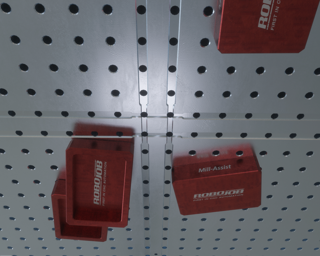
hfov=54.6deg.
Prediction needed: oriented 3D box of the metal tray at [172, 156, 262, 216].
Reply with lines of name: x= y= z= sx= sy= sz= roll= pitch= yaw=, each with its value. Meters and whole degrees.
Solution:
metal tray: x=0.090 y=0.093 z=0.488 sx=0.131 sy=0.030 sz=0.090 roll=-9 pitch=130 yaw=7

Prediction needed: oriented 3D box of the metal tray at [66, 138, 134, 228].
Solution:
metal tray: x=-0.088 y=0.083 z=0.452 sx=0.091 sy=0.030 sz=0.129 roll=5 pitch=113 yaw=-5

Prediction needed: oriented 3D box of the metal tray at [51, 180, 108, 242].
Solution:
metal tray: x=-0.132 y=0.145 z=0.530 sx=0.091 sy=0.030 sz=0.129 roll=7 pitch=130 yaw=-6

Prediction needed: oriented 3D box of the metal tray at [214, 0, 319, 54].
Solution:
metal tray: x=0.104 y=-0.136 z=0.293 sx=0.090 sy=0.030 sz=0.129 roll=0 pitch=130 yaw=0
